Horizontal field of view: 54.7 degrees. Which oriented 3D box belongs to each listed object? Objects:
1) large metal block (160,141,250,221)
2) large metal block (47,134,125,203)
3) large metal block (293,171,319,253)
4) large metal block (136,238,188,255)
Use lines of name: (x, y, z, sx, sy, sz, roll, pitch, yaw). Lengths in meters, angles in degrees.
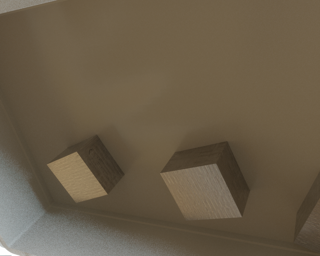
large metal block: (0.060, 0.071, 0.405, 0.080, 0.050, 0.080, -16, 110, 34)
large metal block: (-0.118, 0.067, 0.496, 0.080, 0.050, 0.080, -22, 107, 36)
large metal block: (0.207, 0.102, 0.347, 0.080, 0.050, 0.079, 20, 126, 16)
large metal block: (0.003, 0.254, 0.551, 0.080, 0.050, 0.079, 10, 123, 23)
